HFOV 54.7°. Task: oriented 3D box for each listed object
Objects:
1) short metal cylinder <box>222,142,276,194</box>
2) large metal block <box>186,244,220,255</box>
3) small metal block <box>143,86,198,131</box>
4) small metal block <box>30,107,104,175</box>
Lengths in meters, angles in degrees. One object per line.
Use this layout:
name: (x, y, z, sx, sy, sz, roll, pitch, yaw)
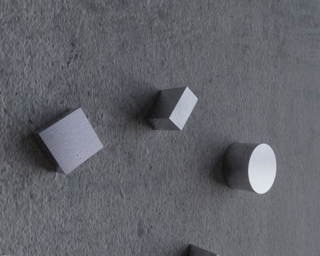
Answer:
short metal cylinder: (0.148, 0.065, 0.513, 0.081, 0.050, 0.080, 0, 90, -40)
large metal block: (0.073, 0.226, 0.450, 0.080, 0.050, 0.080, 37, 68, -34)
small metal block: (0.014, -0.024, 0.400, 0.025, 0.050, 0.050, 44, 64, -31)
small metal block: (-0.096, 0.013, 0.324, 0.050, 0.025, 0.050, -40, 114, -33)
